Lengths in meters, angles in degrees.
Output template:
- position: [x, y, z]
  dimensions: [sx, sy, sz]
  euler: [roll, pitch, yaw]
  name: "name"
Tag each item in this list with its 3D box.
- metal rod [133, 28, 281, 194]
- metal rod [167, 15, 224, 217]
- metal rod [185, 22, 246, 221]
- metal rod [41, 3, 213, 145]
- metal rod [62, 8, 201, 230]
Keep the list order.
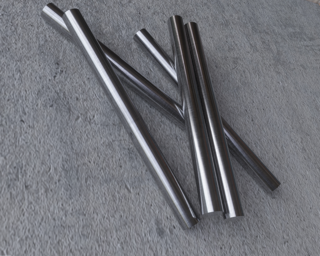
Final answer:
- position: [0.065, -0.029, 0.455]
  dimensions: [0.025, 0.025, 0.300]
  euler: [-35, 81, -38]
  name: "metal rod"
- position: [0.041, -0.036, 0.413]
  dimensions: [0.025, 0.025, 0.299]
  euler: [7, 59, -25]
  name: "metal rod"
- position: [0.067, -0.028, 0.422]
  dimensions: [0.025, 0.025, 0.299]
  euler: [6, 59, -25]
  name: "metal rod"
- position: [-0.034, -0.066, 0.425]
  dimensions: [0.300, 0.025, 0.025]
  euler: [38, 51, -2]
  name: "metal rod"
- position: [-0.039, -0.017, 0.376]
  dimensions: [0.025, 0.025, 0.299]
  euler: [-24, 80, -37]
  name: "metal rod"
